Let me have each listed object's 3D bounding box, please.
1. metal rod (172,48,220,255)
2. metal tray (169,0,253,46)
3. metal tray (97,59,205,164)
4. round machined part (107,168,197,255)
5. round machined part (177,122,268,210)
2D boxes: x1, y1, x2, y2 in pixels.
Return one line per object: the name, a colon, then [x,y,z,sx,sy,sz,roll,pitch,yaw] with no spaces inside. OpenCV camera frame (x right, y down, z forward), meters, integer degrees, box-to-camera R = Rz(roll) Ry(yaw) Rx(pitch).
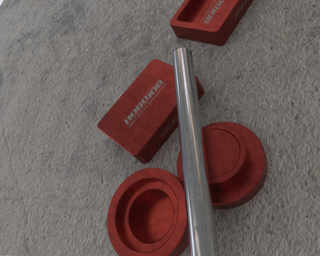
metal rod: [0.034,0.034,0.310,0.025,0.025,0.299,-16,55,19]
metal tray: [0.086,-0.190,0.472,0.090,0.030,0.130,24,74,36]
metal tray: [-0.014,-0.027,0.424,0.090,0.030,0.130,33,80,38]
round machined part: [-0.005,0.095,0.332,0.098,0.042,0.098,-14,60,26]
round machined part: [0.063,0.035,0.338,0.098,0.042,0.098,-13,56,21]
